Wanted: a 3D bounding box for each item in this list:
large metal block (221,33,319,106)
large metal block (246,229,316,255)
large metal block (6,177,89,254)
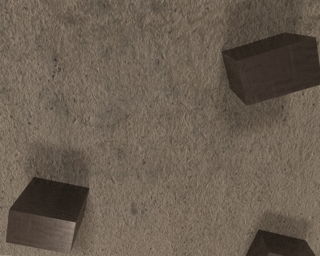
[{"bbox_3d":[0.123,-0.071,0.356,0.080,0.080,0.050,-16,110,5],"label":"large metal block"},{"bbox_3d":[0.182,0.213,0.478,0.081,0.050,0.079,15,109,-6],"label":"large metal block"},{"bbox_3d":[-0.148,0.116,0.421,0.081,0.080,0.050,13,110,-5],"label":"large metal block"}]
